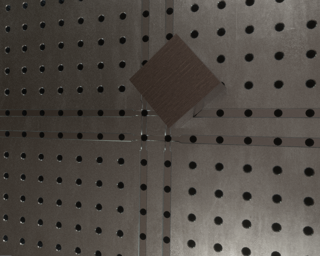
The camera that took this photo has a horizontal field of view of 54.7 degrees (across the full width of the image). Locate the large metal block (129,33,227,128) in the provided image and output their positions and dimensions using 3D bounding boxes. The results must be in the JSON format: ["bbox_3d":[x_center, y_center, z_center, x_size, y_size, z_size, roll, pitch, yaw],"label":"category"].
[{"bbox_3d":[0.023,-0.056,0.390,0.080,0.050,0.080,-42,77,15],"label":"large metal block"}]
